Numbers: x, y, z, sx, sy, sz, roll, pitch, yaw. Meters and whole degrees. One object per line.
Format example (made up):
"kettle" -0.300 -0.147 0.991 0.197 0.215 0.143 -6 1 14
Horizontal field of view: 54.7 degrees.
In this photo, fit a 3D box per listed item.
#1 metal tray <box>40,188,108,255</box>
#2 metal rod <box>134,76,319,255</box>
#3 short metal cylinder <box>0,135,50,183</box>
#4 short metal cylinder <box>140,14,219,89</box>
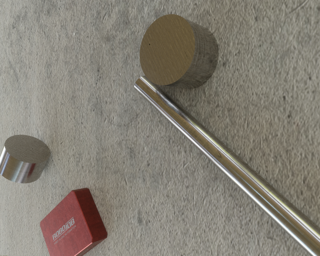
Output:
"metal tray" -0.151 0.172 0.526 0.129 0.030 0.090 -43 64 31
"metal rod" 0.067 0.030 0.349 0.300 0.025 0.025 45 117 30
"short metal cylinder" -0.254 0.057 0.579 0.080 0.081 0.050 46 118 30
"short metal cylinder" 0.022 -0.088 0.370 0.080 0.050 0.079 0 90 40
